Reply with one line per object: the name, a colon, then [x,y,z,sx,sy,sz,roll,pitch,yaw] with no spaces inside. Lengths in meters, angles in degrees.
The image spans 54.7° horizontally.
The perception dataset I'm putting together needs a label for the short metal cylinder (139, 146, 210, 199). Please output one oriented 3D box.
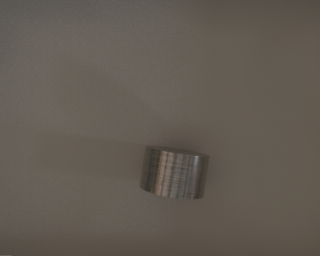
short metal cylinder: [0.018,0.053,0.384,0.081,0.080,0.050,9,90,-1]
